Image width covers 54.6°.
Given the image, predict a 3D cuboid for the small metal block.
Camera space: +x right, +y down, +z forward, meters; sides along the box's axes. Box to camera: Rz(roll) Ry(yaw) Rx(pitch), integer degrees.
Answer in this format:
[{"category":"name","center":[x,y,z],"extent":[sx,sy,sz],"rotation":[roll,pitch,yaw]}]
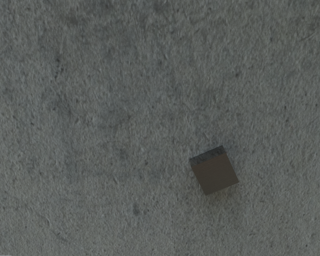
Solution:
[{"category":"small metal block","center":[0.075,0.059,0.432],"extent":[0.050,0.025,0.050],"rotation":[-24,108,8]}]
